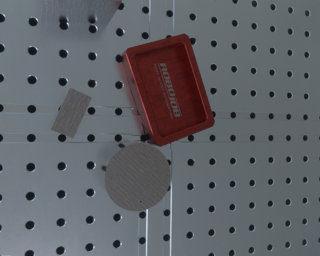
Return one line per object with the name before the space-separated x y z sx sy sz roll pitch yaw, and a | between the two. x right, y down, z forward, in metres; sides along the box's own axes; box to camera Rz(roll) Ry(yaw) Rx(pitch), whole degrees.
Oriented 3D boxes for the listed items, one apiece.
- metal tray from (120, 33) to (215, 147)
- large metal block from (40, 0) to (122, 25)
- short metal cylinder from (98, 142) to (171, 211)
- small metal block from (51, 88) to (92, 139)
metal tray | 0.012 -0.050 0.413 0.091 0.030 0.129 -20 97 -19
large metal block | -0.093 -0.156 0.349 0.081 0.080 0.050 -4 92 -20
short metal cylinder | -0.033 0.058 0.387 0.081 0.050 0.079 0 90 -20
small metal block | -0.105 -0.016 0.361 0.025 0.050 0.050 25 82 -19
